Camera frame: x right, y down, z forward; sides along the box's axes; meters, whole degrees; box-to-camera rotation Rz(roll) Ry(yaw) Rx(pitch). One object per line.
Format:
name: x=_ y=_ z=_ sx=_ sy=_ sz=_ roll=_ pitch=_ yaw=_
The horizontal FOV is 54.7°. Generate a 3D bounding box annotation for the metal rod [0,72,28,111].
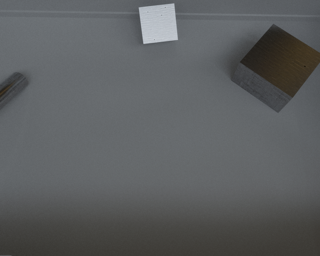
metal rod: x=-0.244 y=0.030 z=0.330 sx=0.025 sy=0.025 sz=0.301 roll=19 pitch=46 yaw=7

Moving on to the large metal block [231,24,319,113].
large metal block: x=0.160 y=-0.082 z=0.428 sx=0.080 sy=0.050 sz=0.080 roll=38 pitch=74 yaw=12

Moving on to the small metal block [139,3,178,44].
small metal block: x=-0.003 y=-0.151 z=0.452 sx=0.050 sy=0.025 sz=0.050 roll=-8 pitch=106 yaw=-3
